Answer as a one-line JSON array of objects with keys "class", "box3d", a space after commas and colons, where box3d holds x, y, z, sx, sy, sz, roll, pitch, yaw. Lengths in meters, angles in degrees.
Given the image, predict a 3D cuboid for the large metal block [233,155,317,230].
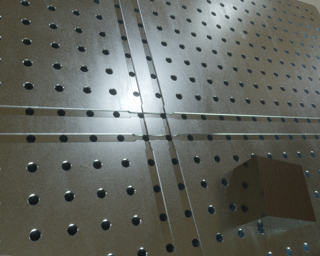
[{"class": "large metal block", "box3d": [0.154, 0.090, 0.422, 0.081, 0.050, 0.080, 13, 56, -22]}]
